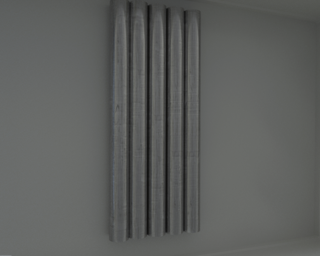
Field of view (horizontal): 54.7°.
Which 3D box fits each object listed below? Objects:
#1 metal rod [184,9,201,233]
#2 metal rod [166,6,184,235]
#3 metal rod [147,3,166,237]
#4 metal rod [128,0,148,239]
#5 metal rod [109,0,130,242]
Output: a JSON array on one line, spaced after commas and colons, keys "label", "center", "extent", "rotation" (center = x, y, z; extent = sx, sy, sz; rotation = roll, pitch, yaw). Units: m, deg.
[{"label": "metal rod", "center": [0.043, -0.009, 0.425], "extent": [0.025, 0.025, 0.298], "rotation": [0, 90, -20]}, {"label": "metal rod", "center": [0.020, -0.010, 0.416], "extent": [0.025, 0.025, 0.298], "rotation": [0, 90, -20]}, {"label": "metal rod", "center": [-0.005, -0.010, 0.407], "extent": [0.025, 0.025, 0.298], "rotation": [0, 90, -20]}, {"label": "metal rod", "center": [-0.029, -0.010, 0.399], "extent": [0.025, 0.025, 0.298], "rotation": [0, 90, -20]}, {"label": "metal rod", "center": [-0.051, -0.010, 0.390], "extent": [0.025, 0.025, 0.298], "rotation": [0, 90, -20]}]
